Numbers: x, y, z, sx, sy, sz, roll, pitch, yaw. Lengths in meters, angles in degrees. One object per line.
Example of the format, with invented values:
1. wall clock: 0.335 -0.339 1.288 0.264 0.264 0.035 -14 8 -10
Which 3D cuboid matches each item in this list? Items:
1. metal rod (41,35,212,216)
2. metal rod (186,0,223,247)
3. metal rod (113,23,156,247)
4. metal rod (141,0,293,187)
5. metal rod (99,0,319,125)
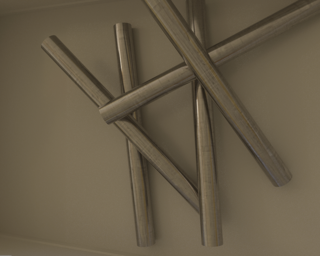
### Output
1. metal rod: -0.041 -0.003 0.396 0.025 0.025 0.300 -44 87 14
2. metal rod: 0.053 -0.014 0.377 0.025 0.025 0.298 -5 83 19
3. metal rod: -0.035 0.007 0.421 0.025 0.025 0.298 -7 88 19
4. metal rod: 0.053 -0.056 0.335 0.025 0.025 0.300 -34 101 16
5. metal rod: 0.067 -0.083 0.356 0.301 0.025 0.025 -27 81 5
